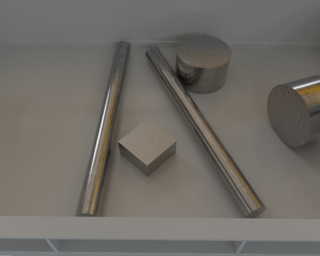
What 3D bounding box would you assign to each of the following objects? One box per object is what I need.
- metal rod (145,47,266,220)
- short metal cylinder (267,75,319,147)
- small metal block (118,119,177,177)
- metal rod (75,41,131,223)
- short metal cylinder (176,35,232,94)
[{"bbox_3d":[0.045,-0.016,0.418,0.025,0.025,0.300,-17,52,-14],"label":"metal rod"},{"bbox_3d":[0.181,-0.022,0.390,0.050,0.080,0.080,-16,52,-13],"label":"short metal cylinder"},{"bbox_3d":[-0.015,0.024,0.385,0.050,0.025,0.050,36,59,26],"label":"small metal block"},{"bbox_3d":[-0.069,-0.020,0.420,0.025,0.025,0.300,3,50,2],"label":"metal rod"},{"bbox_3d":[0.064,-0.097,0.471,0.081,0.050,0.080,0,50,0],"label":"short metal cylinder"}]
